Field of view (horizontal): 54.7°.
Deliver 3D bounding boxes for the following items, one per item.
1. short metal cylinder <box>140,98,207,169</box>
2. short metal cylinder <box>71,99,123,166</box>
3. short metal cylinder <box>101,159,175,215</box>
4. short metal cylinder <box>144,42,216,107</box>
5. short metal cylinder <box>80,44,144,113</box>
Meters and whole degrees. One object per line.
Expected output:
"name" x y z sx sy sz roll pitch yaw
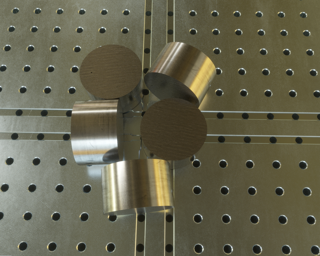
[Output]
"short metal cylinder" 0.016 0.008 0.395 0.081 0.050 0.080 0 70 -1
"short metal cylinder" -0.074 0.005 0.381 0.050 0.080 0.080 -2 70 -1
"short metal cylinder" -0.026 0.070 0.356 0.081 0.080 0.050 -6 71 -2
"short metal cylinder" 0.026 -0.066 0.407 0.080 0.080 0.050 27 72 9
"short metal cylinder" -0.063 -0.065 0.421 0.080 0.050 0.080 0 70 1
